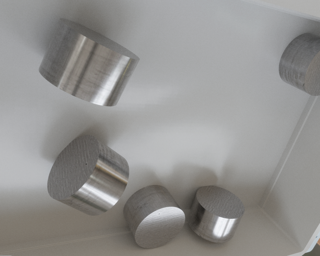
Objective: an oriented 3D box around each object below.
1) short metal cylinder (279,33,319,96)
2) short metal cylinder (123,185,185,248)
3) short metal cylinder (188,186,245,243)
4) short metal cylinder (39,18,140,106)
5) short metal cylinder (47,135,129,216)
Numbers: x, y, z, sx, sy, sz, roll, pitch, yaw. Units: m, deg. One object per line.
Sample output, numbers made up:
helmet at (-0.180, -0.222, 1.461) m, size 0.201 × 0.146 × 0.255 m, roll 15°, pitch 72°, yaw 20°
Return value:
short metal cylinder at (0.225, -0.094, 0.457) m, size 0.081 × 0.050 × 0.079 m, roll -14°, pitch 124°, yaw -21°
short metal cylinder at (-0.009, 0.134, 0.470) m, size 0.081 × 0.050 × 0.079 m, roll -14°, pitch 124°, yaw -21°
short metal cylinder at (0.092, 0.140, 0.509) m, size 0.081 × 0.080 × 0.050 m, roll 1°, pitch 118°, yaw -29°
short metal cylinder at (-0.067, -0.063, 0.298) m, size 0.081 × 0.080 × 0.050 m, roll 18°, pitch 109°, yaw -35°
short metal cylinder at (-0.083, 0.055, 0.362) m, size 0.080 × 0.080 × 0.050 m, roll -45°, pitch 129°, yaw 3°
